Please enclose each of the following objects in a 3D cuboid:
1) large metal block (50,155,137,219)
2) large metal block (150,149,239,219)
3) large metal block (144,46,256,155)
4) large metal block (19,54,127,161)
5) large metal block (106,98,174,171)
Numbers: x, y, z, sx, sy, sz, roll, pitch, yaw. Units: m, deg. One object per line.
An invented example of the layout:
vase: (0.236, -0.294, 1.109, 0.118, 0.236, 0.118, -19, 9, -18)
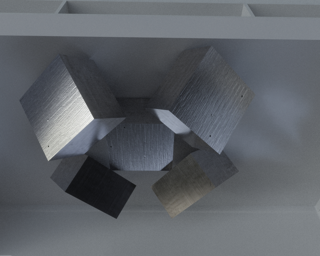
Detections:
large metal block: (-0.093, 0.074, 0.425, 0.080, 0.050, 0.080, 38, 165, -28)
large metal block: (0.048, 0.069, 0.421, 0.080, 0.050, 0.081, -44, 163, 30)
large metal block: (0.045, -0.030, 0.338, 0.080, 0.050, 0.080, 39, 76, -28)
large metal block: (-0.097, -0.021, 0.341, 0.080, 0.080, 0.050, -38, 164, 27)
large metal block: (-0.024, 0.009, 0.397, 0.081, 0.050, 0.079, 0, 130, -1)
